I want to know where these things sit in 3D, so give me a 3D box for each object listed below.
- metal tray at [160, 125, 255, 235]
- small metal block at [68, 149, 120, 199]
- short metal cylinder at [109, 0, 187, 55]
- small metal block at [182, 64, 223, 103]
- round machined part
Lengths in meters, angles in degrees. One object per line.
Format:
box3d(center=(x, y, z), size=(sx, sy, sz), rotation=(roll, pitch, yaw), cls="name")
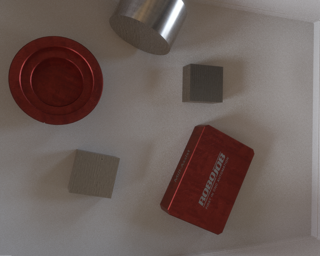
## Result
box3d(center=(0.068, 0.071, 0.435), size=(0.090, 0.030, 0.130), rotation=(28, 81, -18), cls="metal tray")
box3d(center=(-0.082, 0.056, 0.381), size=(0.050, 0.025, 0.050), rotation=(14, 85, -20), cls="small metal block")
box3d(center=(-0.014, -0.132, 0.377), size=(0.080, 0.080, 0.050), rotation=(28, 81, -18), cls="short metal cylinder")
box3d(center=(0.060, -0.061, 0.434), size=(0.050, 0.025, 0.050), rotation=(1, 90, -21), cls="small metal block")
box3d(center=(-0.119, -0.052, 0.358), size=(0.099, 0.042, 0.097), rotation=(0, 90, -21), cls="round machined part")
